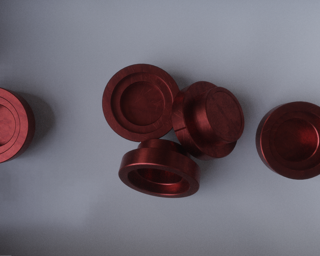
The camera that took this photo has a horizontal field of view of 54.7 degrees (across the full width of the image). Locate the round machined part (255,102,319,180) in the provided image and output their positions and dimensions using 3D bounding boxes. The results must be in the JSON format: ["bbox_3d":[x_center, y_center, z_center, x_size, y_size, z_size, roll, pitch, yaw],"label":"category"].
[{"bbox_3d":[0.173,0.016,0.404,0.099,0.042,0.097,0,90,0],"label":"round machined part"}]

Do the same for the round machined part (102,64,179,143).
[{"bbox_3d":[-0.022,-0.031,0.403,0.099,0.042,0.097,0,90,0],"label":"round machined part"}]

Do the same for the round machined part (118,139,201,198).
[{"bbox_3d":[0.001,0.048,0.383,0.099,0.097,0.042,11,58,0],"label":"round machined part"}]

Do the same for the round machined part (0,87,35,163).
[{"bbox_3d":[-0.210,-0.004,0.401,0.099,0.042,0.097,0,90,0],"label":"round machined part"}]

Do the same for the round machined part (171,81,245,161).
[{"bbox_3d":[0.065,-0.012,0.377,0.099,0.042,0.098,14,67,-36],"label":"round machined part"}]
